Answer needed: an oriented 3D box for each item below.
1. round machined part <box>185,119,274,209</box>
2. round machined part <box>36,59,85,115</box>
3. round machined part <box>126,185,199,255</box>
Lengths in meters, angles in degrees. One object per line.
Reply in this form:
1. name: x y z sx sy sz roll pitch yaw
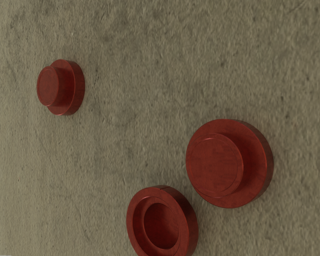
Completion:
1. round machined part: 0.067 0.039 0.337 0.098 0.042 0.097 0 90 39
2. round machined part: -0.177 -0.071 0.537 0.098 0.042 0.097 0 90 39
3. round machined part: 0.007 0.120 0.386 0.098 0.042 0.097 0 90 39
